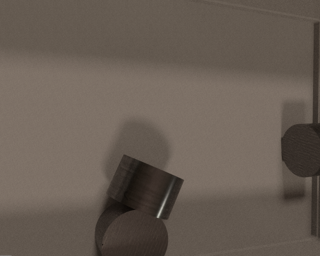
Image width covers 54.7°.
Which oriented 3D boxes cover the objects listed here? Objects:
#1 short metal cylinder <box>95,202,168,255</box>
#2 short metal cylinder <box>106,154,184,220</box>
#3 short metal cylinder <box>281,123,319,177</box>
[{"bbox_3d":[-0.036,0.135,0.385,0.081,0.050,0.079,0,90,-21],"label":"short metal cylinder"},{"bbox_3d":[-0.017,0.071,0.376,0.080,0.080,0.050,26,82,-19],"label":"short metal cylinder"},{"bbox_3d":[0.233,0.033,0.470,0.050,0.080,0.079,-2,91,-20],"label":"short metal cylinder"}]
